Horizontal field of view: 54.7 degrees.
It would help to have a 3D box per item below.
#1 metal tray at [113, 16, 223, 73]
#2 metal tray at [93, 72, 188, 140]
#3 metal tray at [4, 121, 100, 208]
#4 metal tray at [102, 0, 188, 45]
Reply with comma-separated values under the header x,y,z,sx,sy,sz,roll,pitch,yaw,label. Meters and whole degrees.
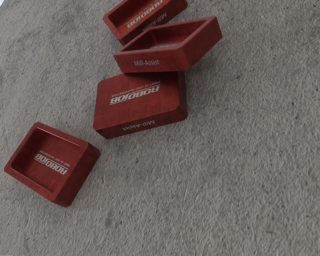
x,y,z,sx,sy,sz,roll,pitch,yaw,label
0.008,-0.114,0.431,0.130,0.030,0.090,8,45,44,metal tray
-0.029,-0.041,0.441,0.130,0.030,0.090,-14,56,20,metal tray
-0.160,0.049,0.454,0.130,0.030,0.090,17,71,34,metal tray
-0.028,-0.203,0.539,0.130,0.030,0.090,-37,51,3,metal tray
